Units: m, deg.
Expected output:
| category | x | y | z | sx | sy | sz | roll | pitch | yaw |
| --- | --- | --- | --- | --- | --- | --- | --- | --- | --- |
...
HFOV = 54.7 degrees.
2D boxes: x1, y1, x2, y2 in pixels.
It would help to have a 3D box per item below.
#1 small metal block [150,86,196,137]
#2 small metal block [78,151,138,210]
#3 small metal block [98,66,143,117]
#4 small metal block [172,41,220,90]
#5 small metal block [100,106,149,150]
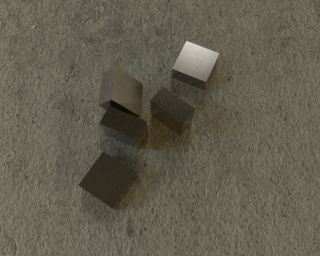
| category | x | y | z | sx | sy | sz | roll | pitch | yaw |
| --- | --- | --- | --- | --- | --- | --- | --- | --- | --- |
| small metal block | 0.016 | -0.020 | 0.402 | 0.050 | 0.050 | 0.025 | 36 | 74 | 12 |
| small metal block | -0.063 | 0.065 | 0.384 | 0.050 | 0.025 | 0.050 | 31 | 73 | 10 |
| small metal block | -0.050 | -0.044 | 0.405 | 0.025 | 0.050 | 0.050 | -18 | 57 | 36 |
| small metal block | 0.050 | -0.089 | 0.441 | 0.050 | 0.025 | 0.050 | 23 | 72 | 8 |
| small metal block | -0.044 | 0.001 | 0.394 | 0.050 | 0.050 | 0.025 | 23 | 74 | 8 |
